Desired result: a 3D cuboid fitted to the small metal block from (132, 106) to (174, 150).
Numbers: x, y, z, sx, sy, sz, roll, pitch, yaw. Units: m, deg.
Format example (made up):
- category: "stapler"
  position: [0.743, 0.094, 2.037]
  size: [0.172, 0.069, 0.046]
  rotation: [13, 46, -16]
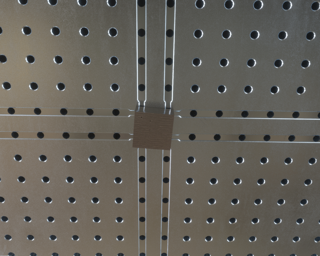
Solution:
- category: "small metal block"
  position: [-0.009, 0.000, 0.413]
  size: [0.050, 0.025, 0.050]
  rotation: [5, 110, -2]
